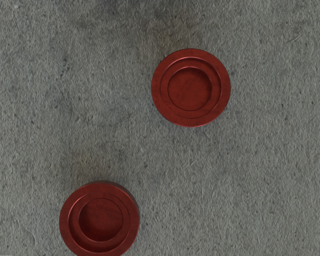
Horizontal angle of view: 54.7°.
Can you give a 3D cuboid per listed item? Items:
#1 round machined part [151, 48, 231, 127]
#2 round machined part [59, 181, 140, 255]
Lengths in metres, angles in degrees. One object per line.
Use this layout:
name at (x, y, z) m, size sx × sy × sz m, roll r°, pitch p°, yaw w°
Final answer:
round machined part at (0.038, -0.049, 0.402) m, size 0.099 × 0.042 × 0.097 m, roll 0°, pitch 90°, yaw 0°
round machined part at (-0.075, 0.116, 0.401) m, size 0.099 × 0.042 × 0.097 m, roll 0°, pitch 90°, yaw 0°
